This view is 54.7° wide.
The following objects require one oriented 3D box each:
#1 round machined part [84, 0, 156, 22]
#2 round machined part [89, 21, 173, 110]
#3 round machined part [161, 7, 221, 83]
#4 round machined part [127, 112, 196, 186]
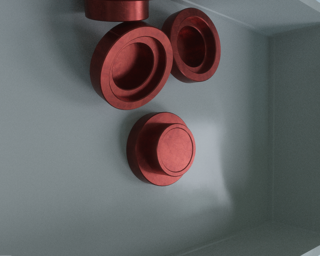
[{"bbox_3d":[-0.046,-0.139,0.327,0.099,0.098,0.042,-23,127,-38],"label":"round machined part"},{"bbox_3d":[-0.036,-0.073,0.349,0.099,0.042,0.097,-28,137,-29],"label":"round machined part"},{"bbox_3d":[0.036,-0.111,0.428,0.099,0.042,0.097,0,90,-40],"label":"round machined part"},{"bbox_3d":[0.009,0.028,0.405,0.099,0.042,0.097,0,90,-40],"label":"round machined part"}]
